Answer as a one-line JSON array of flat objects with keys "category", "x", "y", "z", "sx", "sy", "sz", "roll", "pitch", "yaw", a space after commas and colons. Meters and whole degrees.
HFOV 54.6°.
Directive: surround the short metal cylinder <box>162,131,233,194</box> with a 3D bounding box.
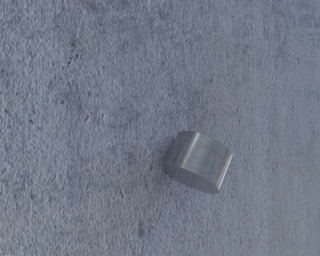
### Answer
[{"category": "short metal cylinder", "x": 0.049, "y": 0.046, "z": 0.409, "sx": 0.080, "sy": 0.080, "sz": 0.050, "roll": 40, "pitch": 66, "yaw": -33}]
